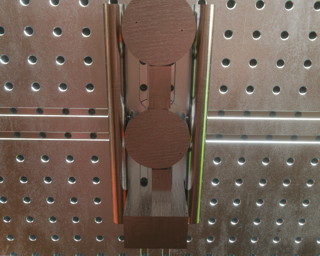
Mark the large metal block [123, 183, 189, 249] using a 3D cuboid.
[{"bbox_3d":[-0.005,0.118,0.427,0.081,0.080,0.050,1,110,-1],"label":"large metal block"}]

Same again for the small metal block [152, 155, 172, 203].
[{"bbox_3d":[0.002,0.067,0.424,0.025,0.050,0.050,0,110,0],"label":"small metal block"}]

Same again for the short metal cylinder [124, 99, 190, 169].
[{"bbox_3d":[-0.003,0.006,0.402,0.081,0.050,0.079,0,110,0],"label":"short metal cylinder"}]

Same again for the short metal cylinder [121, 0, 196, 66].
[{"bbox_3d":[-0.001,-0.116,0.357,0.081,0.050,0.079,0,110,0],"label":"short metal cylinder"}]

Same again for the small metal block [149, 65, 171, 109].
[{"bbox_3d":[0.000,-0.055,0.378,0.025,0.050,0.050,1,110,0],"label":"small metal block"}]

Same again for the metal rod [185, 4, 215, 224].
[{"bbox_3d":[0.050,-0.004,0.411,0.025,0.025,0.298,1,110,0],"label":"metal rod"}]

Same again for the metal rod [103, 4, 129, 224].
[{"bbox_3d":[-0.056,-0.004,0.410,0.025,0.025,0.298,1,110,0],"label":"metal rod"}]
